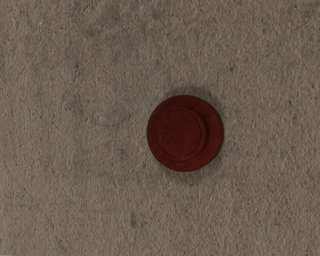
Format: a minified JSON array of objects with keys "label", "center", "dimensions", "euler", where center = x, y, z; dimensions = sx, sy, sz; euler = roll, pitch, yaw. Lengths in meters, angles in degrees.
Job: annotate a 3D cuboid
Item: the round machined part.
[{"label":"round machined part","center":[0.028,0.007,0.389],"dimensions":[0.098,0.042,0.097],"euler":[0,90,19]}]
